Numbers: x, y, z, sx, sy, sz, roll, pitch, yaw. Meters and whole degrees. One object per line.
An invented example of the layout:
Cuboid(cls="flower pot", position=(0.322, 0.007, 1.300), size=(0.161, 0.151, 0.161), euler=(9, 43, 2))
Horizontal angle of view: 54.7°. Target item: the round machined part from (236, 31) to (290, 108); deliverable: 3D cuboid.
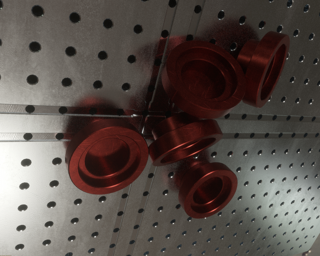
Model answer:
Cuboid(cls="round machined part", position=(0.129, -0.079, 0.407), size=(0.099, 0.042, 0.097), euler=(-42, 145, -38))

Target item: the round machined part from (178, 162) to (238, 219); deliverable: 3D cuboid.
Cuboid(cls="round machined part", position=(0.073, 0.095, 0.501), size=(0.099, 0.042, 0.097), euler=(-14, 125, -21))

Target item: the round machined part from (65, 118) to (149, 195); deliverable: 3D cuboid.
Cuboid(cls="round machined part", position=(-0.067, 0.031, 0.384), size=(0.099, 0.042, 0.097), euler=(-14, 125, -21))

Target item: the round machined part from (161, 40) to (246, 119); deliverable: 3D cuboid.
Cuboid(cls="round machined part", position=(0.049, -0.053, 0.371), size=(0.099, 0.098, 0.042), euler=(-11, 158, -23))

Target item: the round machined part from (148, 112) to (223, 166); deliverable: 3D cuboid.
Cuboid(cls="round machined part", position=(0.028, 0.011, 0.404), size=(0.099, 0.042, 0.098), euler=(-21, 163, -6))
